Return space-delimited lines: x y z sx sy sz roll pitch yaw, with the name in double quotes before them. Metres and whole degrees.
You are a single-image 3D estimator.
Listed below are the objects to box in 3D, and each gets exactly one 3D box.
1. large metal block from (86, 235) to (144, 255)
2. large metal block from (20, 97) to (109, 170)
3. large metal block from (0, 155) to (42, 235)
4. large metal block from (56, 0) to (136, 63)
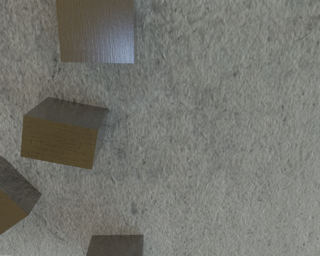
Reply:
"large metal block" -0.065 0.204 0.455 0.081 0.080 0.050 0 110 -1
"large metal block" -0.112 0.003 0.380 0.081 0.080 0.050 11 110 -5
"large metal block" -0.230 0.099 0.430 0.080 0.050 0.080 -35 107 11
"large metal block" -0.068 -0.118 0.352 0.081 0.050 0.079 1 110 -1
